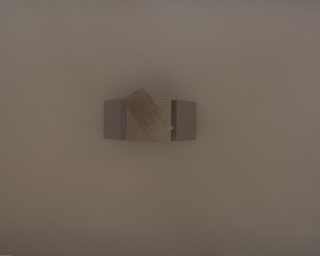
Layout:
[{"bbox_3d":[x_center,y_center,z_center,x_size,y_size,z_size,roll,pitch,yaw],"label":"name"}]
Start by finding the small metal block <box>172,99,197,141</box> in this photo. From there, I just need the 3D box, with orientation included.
[{"bbox_3d":[0.023,-0.009,0.395,0.025,0.050,0.050,1,90,34],"label":"small metal block"}]

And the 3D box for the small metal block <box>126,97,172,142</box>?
[{"bbox_3d":[-0.013,-0.009,0.359,0.050,0.025,0.050,1,90,0],"label":"small metal block"}]

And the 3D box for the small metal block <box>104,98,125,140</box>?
[{"bbox_3d":[-0.050,-0.011,0.394,0.025,0.050,0.050,1,90,-34],"label":"small metal block"}]

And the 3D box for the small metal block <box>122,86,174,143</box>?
[{"bbox_3d":[-0.011,-0.013,0.321,0.025,0.050,0.050,-35,90,1],"label":"small metal block"}]

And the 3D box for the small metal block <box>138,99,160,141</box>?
[{"bbox_3d":[-0.013,-0.009,0.397,0.025,0.050,0.050,1,90,0],"label":"small metal block"}]
